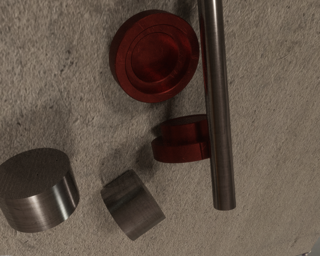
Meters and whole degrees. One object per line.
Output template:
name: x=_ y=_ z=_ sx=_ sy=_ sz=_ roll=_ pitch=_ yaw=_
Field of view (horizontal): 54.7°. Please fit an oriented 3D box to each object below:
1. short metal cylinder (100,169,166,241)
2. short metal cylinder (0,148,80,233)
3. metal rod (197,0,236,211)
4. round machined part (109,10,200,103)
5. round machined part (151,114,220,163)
short metal cylinder: x=-0.036 y=0.102 z=0.416 sx=0.050 sy=0.080 sz=0.080 roll=-35 pitch=129 yaw=-6
short metal cylinder: x=-0.134 y=0.066 z=0.339 sx=0.081 sy=0.080 sz=0.050 roll=-18 pitch=126 yaw=-19
metal rod: x=0.058 y=-0.059 z=0.328 sx=0.025 sy=0.025 sz=0.298 roll=-9 pitch=99 yaw=-24
round machined part: x=-0.009 y=-0.080 z=0.343 sx=0.099 sy=0.042 sz=0.097 roll=-14 pitch=125 yaw=-21
round machined part: x=0.037 y=0.009 z=0.393 sx=0.099 sy=0.098 sz=0.042 roll=-14 pitch=100 yaw=-21
